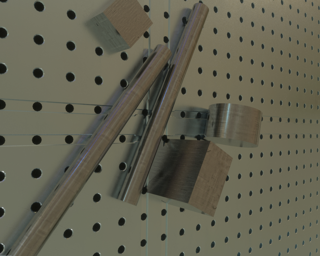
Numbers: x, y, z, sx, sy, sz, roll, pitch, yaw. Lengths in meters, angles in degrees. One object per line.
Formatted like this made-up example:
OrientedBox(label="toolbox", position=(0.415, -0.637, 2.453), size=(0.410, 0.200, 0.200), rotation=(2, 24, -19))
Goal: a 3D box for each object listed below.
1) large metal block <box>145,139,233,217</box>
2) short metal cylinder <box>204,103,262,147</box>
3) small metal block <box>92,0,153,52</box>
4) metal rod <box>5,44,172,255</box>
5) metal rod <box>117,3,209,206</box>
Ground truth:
OrientedBox(label="large metal block", position=(0.038, 0.062, 0.407), size=(0.050, 0.080, 0.080), rotation=(36, 68, -35))
OrientedBox(label="short metal cylinder", position=(0.110, -0.002, 0.468), size=(0.081, 0.080, 0.050), rotation=(17, 79, -39))
OrientedBox(label="small metal block", position=(-0.044, -0.130, 0.374), size=(0.050, 0.025, 0.050), rotation=(50, 60, -29))
OrientedBox(label="metal rod", position=(-0.067, 0.015, 0.354), size=(0.025, 0.025, 0.300), rotation=(47, 62, -31))
OrientedBox(label="metal rod", position=(0.010, -0.043, 0.419), size=(0.025, 0.025, 0.299), rotation=(33, 70, -36))
